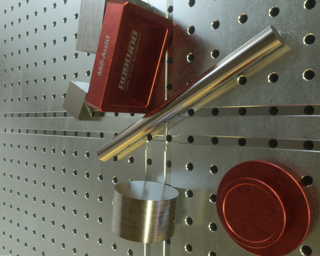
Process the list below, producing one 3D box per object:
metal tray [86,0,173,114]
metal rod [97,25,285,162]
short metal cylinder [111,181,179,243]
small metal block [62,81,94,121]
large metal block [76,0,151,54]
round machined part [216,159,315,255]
[{"bbox_3d":[-0.037,-0.085,0.397,0.030,0.091,0.129,25,106,37],"label":"metal tray"},{"bbox_3d":[0.015,-0.026,0.396,0.299,0.025,0.025,-33,70,35],"label":"metal rod"},{"bbox_3d":[-0.019,0.102,0.389,0.080,0.081,0.050,10,97,39],"label":"short metal cylinder"},{"bbox_3d":[-0.134,-0.046,0.521,0.050,0.025,0.050,35,111,34],"label":"small metal block"},{"bbox_3d":[-0.063,-0.139,0.426,0.050,0.081,0.079,14,99,39],"label":"large metal block"},{"bbox_3d":[0.100,0.082,0.316,0.098,0.042,0.097,0,90,40],"label":"round machined part"}]
